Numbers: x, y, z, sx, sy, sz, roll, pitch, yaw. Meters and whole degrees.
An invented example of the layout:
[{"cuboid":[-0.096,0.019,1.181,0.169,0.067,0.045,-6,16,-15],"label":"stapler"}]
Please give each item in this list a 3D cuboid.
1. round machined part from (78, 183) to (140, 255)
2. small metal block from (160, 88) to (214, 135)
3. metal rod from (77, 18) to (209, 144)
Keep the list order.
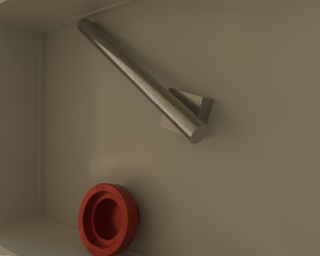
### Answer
[{"cuboid":[-0.068,0.129,0.441,0.098,0.042,0.098,-10,73,34],"label":"round machined part"},{"cuboid":[0.032,-0.019,0.379,0.050,0.025,0.050,22,104,37],"label":"small metal block"},{"cuboid":[-0.041,-0.080,0.416,0.300,0.025,0.025,47,118,37],"label":"metal rod"}]
